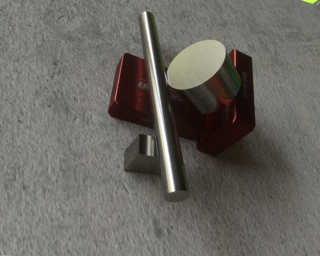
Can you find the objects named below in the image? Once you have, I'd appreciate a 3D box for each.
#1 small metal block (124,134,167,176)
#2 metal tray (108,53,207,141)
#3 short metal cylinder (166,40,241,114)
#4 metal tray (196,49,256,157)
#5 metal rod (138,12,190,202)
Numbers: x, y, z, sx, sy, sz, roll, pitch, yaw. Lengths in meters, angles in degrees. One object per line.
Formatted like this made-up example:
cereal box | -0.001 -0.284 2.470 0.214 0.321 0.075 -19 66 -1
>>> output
small metal block | -0.010 0.033 0.364 0.050 0.050 0.025 12 57 -22
metal tray | 0.001 -0.042 0.429 0.131 0.030 0.090 17 55 -19
short metal cylinder | 0.055 -0.065 0.394 0.050 0.080 0.080 46 41 -41
metal tray | 0.091 -0.036 0.436 0.030 0.090 0.130 21 54 -16
metal rod | -0.002 -0.052 0.387 0.025 0.025 0.300 10 48 -23
